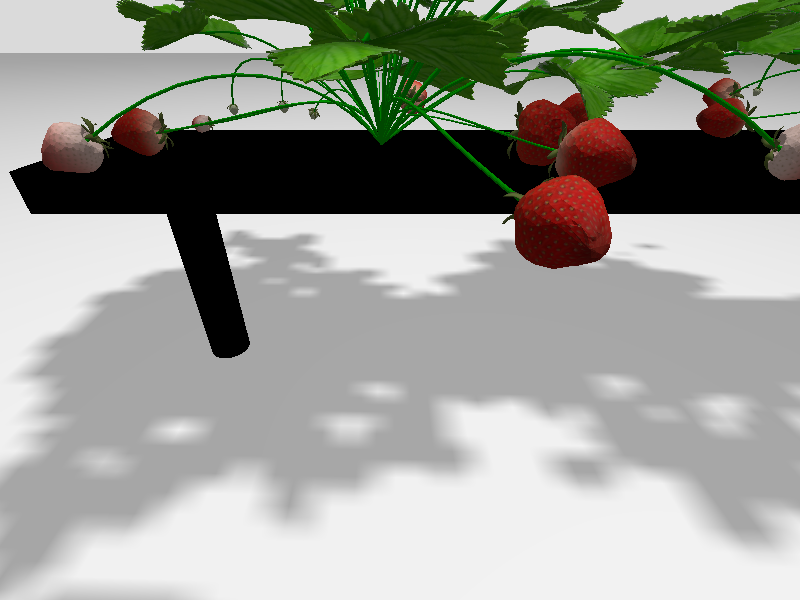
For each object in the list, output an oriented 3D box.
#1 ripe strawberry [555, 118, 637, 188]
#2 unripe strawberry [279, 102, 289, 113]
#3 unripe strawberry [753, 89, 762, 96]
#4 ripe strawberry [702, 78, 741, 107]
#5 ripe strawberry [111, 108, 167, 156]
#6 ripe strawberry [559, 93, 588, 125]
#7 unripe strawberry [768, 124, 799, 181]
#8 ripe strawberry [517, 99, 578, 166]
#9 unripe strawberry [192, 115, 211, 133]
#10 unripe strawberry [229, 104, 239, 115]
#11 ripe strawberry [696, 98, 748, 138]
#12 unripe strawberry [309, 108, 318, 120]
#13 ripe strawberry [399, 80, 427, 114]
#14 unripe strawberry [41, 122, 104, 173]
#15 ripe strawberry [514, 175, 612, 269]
[{"bbox_3d":[0.110,-0.080,0.224,0.040,0.039,0.037,28,42,35],"label":"ripe strawberry"},{"bbox_3d":[-0.127,-0.210,0.437,0.011,0.011,0.011,-25,41,-33],"label":"unripe strawberry"},{"bbox_3d":[0.465,-0.271,0.522,0.009,0.010,0.010,4,33,6],"label":"unripe strawberry"},{"bbox_3d":[0.390,-0.251,0.489,0.034,0.036,0.037,-7,25,-11],"label":"ripe strawberry"},{"bbox_3d":[-0.194,-0.124,0.296,0.034,0.033,0.031,-6,34,-9],"label":"ripe strawberry"},{"bbox_3d":[0.166,-0.181,0.384,0.031,0.031,0.034,5,33,14],"label":"ripe strawberry"},{"bbox_3d":[0.245,-0.088,0.242,0.034,0.033,0.031,16,36,14],"label":"unripe strawberry"},{"bbox_3d":[0.096,-0.108,0.262,0.039,0.041,0.036,20,38,26],"label":"ripe strawberry"},{"bbox_3d":[-0.183,-0.163,0.369,0.017,0.014,0.017,8,34,14],"label":"unripe strawberry"},{"bbox_3d":[-0.162,-0.186,0.391,0.010,0.010,0.009,16,36,23],"label":"unripe strawberry"},{"bbox_3d":[0.277,-0.158,0.346,0.035,0.030,0.035,5,33,8],"label":"ripe strawberry"},{"bbox_3d":[-0.093,-0.199,0.430,0.010,0.011,0.011,-20,-3,-27],"label":"unripe strawberry"},{"bbox_3d":[0.015,-0.239,0.470,0.034,0.036,0.037,5,33,8],"label":"ripe strawberry"},{"bbox_3d":[-0.209,-0.094,0.253,0.033,0.032,0.030,-31,40,-7],"label":"unripe strawberry"},{"bbox_3d":[0.060,-0.026,0.145,0.033,0.034,0.036,-11,35,-16],"label":"ripe strawberry"}]
